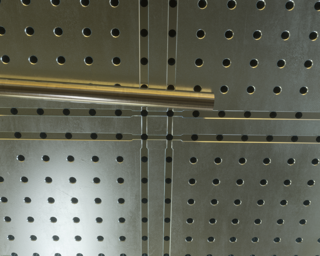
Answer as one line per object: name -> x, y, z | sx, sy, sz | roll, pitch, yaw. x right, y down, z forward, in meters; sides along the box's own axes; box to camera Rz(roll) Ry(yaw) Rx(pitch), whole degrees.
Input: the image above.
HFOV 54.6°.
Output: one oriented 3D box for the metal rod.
metal rod -> -0.083, -0.044, 0.396 | 0.302, 0.025, 0.025 | 4, 110, -2
